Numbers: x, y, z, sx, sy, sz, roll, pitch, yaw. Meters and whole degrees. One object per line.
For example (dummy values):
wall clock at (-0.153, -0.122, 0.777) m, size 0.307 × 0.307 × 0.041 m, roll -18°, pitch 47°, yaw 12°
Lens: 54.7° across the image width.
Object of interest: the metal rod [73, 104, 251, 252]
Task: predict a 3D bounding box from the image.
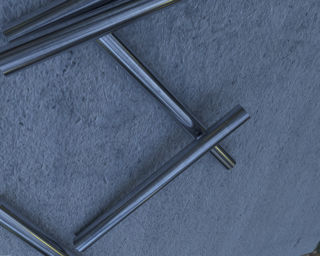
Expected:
metal rod at (-0.002, 0.073, 0.428) m, size 0.300 × 0.025 × 0.025 m, roll -40°, pitch 130°, yaw 7°

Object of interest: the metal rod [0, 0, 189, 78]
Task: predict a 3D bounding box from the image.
metal rod at (-0.010, -0.124, 0.305) m, size 0.302 × 0.025 × 0.025 m, roll -29°, pitch 129°, yaw -17°

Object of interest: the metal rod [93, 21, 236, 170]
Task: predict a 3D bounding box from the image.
metal rod at (0.025, -0.021, 0.407) m, size 0.025 × 0.025 × 0.300 m, roll -45°, pitch 129°, yaw 3°

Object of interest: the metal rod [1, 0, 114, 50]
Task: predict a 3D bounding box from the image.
metal rod at (-0.009, -0.156, 0.304) m, size 0.301 × 0.025 × 0.025 m, roll -31°, pitch 129°, yaw -9°

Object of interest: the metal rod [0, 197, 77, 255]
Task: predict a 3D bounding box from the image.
metal rod at (-0.136, 0.192, 0.451) m, size 0.025 × 0.025 × 0.299 m, roll -34°, pitch 129°, yaw -6°
